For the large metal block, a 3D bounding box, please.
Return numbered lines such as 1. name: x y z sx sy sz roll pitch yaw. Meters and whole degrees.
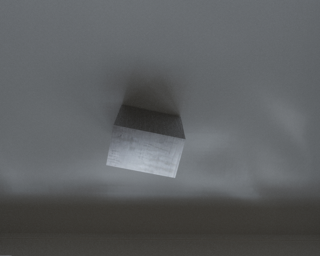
1. large metal block: -0.017 0.013 0.384 0.081 0.080 0.050 11 110 -5
